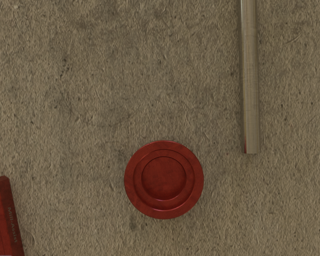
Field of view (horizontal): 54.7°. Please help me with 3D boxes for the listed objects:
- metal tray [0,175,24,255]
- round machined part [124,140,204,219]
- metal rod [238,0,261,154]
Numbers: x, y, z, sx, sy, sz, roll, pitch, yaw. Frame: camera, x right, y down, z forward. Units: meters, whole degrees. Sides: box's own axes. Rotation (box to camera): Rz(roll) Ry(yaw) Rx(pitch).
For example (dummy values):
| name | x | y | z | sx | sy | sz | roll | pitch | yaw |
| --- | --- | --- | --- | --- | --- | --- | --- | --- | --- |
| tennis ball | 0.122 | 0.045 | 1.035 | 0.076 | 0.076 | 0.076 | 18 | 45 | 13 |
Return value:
| name | x | y | z | sx | sy | sz | roll | pitch | yaw |
| --- | --- | --- | --- | --- | --- | --- | --- | --- | --- |
| metal tray | -0.237 | 0.135 | 0.405 | 0.091 | 0.030 | 0.129 | -11 | 90 | 0 |
| round machined part | 0.005 | 0.064 | 0.402 | 0.099 | 0.042 | 0.097 | 0 | 90 | 0 |
| metal rod | 0.117 | -0.116 | 0.410 | 0.025 | 0.025 | 0.298 | -2 | 90 | 0 |
